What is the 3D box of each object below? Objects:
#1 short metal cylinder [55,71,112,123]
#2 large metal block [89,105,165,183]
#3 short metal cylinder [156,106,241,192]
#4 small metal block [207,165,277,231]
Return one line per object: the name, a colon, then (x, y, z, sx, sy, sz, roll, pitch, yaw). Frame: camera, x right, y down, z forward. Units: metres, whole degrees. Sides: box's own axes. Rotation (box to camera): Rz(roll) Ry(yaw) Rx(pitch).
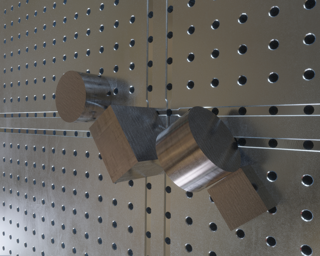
short metal cylinder: (-0.122, -0.048, 0.494, 0.080, 0.050, 0.079, 0, 90, 40)
large metal block: (-0.032, 0.019, 0.400, 0.050, 0.081, 0.080, -43, 64, 32)
short metal cylinder: (0.042, 0.023, 0.339, 0.050, 0.081, 0.080, -39, 67, 33)
small metal block: (0.088, 0.075, 0.337, 0.050, 0.025, 0.050, -43, 64, 31)
